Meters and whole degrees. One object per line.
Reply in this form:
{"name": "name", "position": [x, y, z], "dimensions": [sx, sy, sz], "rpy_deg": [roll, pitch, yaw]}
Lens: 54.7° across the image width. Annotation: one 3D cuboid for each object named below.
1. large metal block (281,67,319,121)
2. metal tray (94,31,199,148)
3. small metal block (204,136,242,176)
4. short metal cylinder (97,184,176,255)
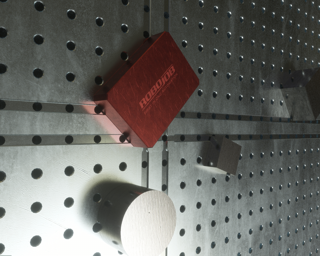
{"name": "large metal block", "position": [0.307, -0.071, 0.655], "dimensions": [0.080, 0.050, 0.080], "rpy_deg": [-42, 116, -32]}
{"name": "metal tray", "position": [-0.011, -0.050, 0.399], "dimensions": [0.090, 0.030, 0.130], "rpy_deg": [52, 59, -28]}
{"name": "small metal block", "position": [0.102, 0.045, 0.498], "dimensions": [0.050, 0.025, 0.050], "rpy_deg": [26, 74, -37]}
{"name": "short metal cylinder", "position": [-0.027, 0.111, 0.372], "dimensions": [0.081, 0.050, 0.079], "rpy_deg": [-1, 91, -40]}
